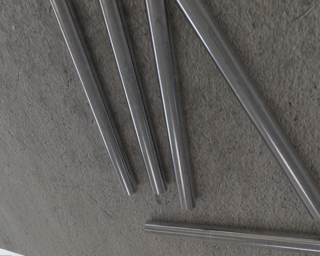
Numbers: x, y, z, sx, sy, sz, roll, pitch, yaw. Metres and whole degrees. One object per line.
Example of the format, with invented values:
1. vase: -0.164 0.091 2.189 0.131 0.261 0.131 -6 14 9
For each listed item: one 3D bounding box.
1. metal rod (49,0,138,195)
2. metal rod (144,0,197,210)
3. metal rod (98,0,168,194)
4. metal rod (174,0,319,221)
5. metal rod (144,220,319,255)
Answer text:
1. metal rod: -0.085 -0.032 0.431 0.025 0.025 0.298 -2 118 29
2. metal rod: 0.017 -0.019 0.386 0.025 0.025 0.298 4 121 26
3. metal rod: -0.032 -0.040 0.398 0.025 0.025 0.298 1 119 28
4. metal rod: 0.107 -0.019 0.338 0.025 0.025 0.299 -27 104 37
5. metal rod: 0.110 0.155 0.444 0.300 0.025 0.025 -5 116 30
